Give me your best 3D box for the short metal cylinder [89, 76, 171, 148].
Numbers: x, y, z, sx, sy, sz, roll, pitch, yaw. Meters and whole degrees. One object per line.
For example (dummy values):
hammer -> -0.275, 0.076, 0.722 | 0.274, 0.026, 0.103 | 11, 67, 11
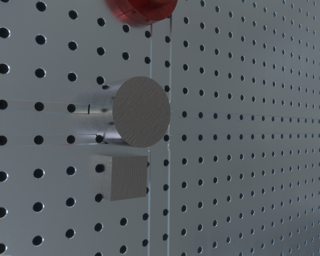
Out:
short metal cylinder -> -0.034, -0.018, 0.364 | 0.081, 0.050, 0.079 | 0, 90, -40

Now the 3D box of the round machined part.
round machined part -> -0.012, -0.185, 0.388 | 0.099, 0.042, 0.097 | 0, 90, -40

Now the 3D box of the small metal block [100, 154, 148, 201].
small metal block -> -0.043, 0.058, 0.373 | 0.050, 0.025, 0.050 | 3, 88, -40
